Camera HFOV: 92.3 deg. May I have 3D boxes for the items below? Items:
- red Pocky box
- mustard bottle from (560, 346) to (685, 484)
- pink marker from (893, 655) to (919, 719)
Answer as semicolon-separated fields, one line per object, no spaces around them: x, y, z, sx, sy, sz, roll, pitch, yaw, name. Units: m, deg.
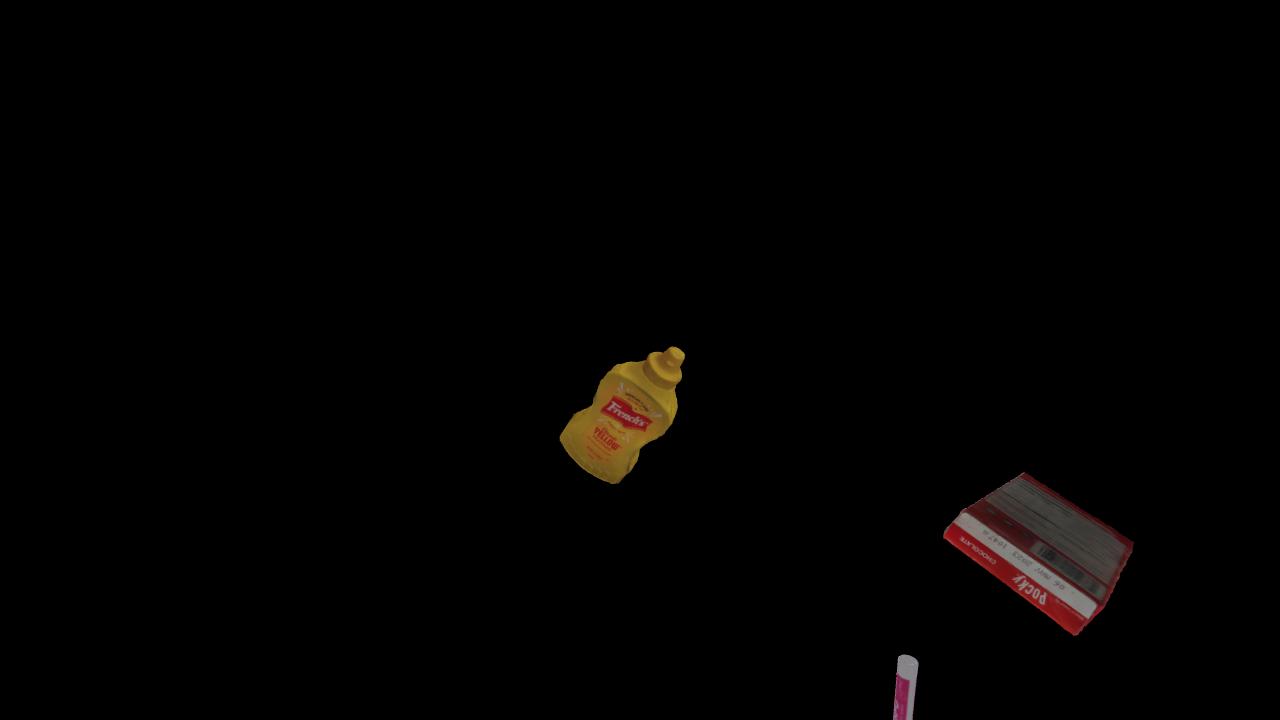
0.270;0.120;0.410;0.155;0.028;0.083;-1;31;-46;red Pocky box
-0.009;0.052;0.671;0.184;0.092;0.054;-51;-7;31;mustard bottle
0.264;0.355;0.616;0.020;0.121;0.020;1;10;0;pink marker
